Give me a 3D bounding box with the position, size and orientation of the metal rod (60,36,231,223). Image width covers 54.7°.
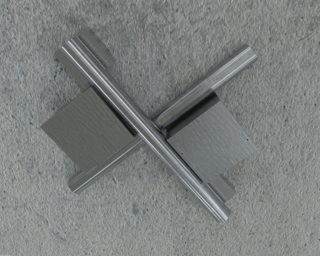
[{"bbox_3d":[-0.008,0.013,0.388,0.025,0.025,0.300,-38,106,12],"label":"metal rod"}]

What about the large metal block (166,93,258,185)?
[{"bbox_3d":[0.065,0.012,0.402,0.080,0.050,0.080,-37,106,12],"label":"large metal block"}]

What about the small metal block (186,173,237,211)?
[{"bbox_3d":[0.072,0.086,0.444,0.050,0.025,0.050,-41,105,13],"label":"small metal block"}]

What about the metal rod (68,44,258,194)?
[{"bbox_3d":[-0.005,-0.005,0.410,0.300,0.025,0.025,-37,106,12],"label":"metal rod"}]

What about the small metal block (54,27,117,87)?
[{"bbox_3d":[-0.090,-0.087,0.379,0.050,0.025,0.050,-36,107,12],"label":"small metal block"}]

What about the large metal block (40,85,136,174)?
[{"bbox_3d":[-0.086,-0.003,0.394,0.080,0.050,0.080,-35,107,12],"label":"large metal block"}]
